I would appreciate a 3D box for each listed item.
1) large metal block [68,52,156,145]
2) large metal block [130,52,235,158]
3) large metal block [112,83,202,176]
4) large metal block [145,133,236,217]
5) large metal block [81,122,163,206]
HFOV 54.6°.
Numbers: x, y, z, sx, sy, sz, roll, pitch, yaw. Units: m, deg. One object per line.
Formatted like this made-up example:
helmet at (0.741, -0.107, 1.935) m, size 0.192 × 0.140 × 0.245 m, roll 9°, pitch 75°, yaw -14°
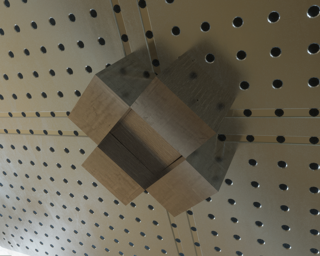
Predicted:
large metal block at (-0.055, -0.037, 0.383) m, size 0.050 × 0.080 × 0.080 m, roll 44°, pitch 129°, yaw -2°
large metal block at (0.028, -0.028, 0.344) m, size 0.080 × 0.080 × 0.050 m, roll 43°, pitch 129°, yaw -2°
large metal block at (-0.001, 0.002, 0.396) m, size 0.080 × 0.050 × 0.080 m, roll 45°, pitch 131°, yaw -1°
large metal block at (0.039, 0.053, 0.390) m, size 0.050 × 0.080 × 0.080 m, roll 45°, pitch 129°, yaw -3°
large metal block at (-0.045, 0.044, 0.427) m, size 0.080 × 0.080 × 0.050 m, roll 43°, pitch 129°, yaw -2°
